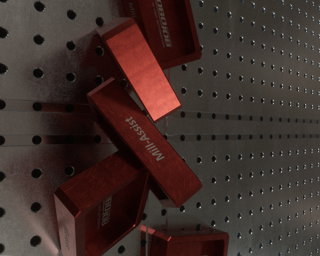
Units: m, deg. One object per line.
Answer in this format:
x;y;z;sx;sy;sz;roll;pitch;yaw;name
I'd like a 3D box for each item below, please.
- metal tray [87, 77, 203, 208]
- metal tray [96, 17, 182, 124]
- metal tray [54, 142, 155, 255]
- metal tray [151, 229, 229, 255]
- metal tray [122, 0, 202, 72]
-0.019;0.020;0.315;0.030;0.090;0.130;-38;84;-15;metal tray
-0.027;-0.066;0.321;0.030;0.130;0.090;-32;114;-2;metal tray
-0.054;0.083;0.312;0.091;0.030;0.129;-31;150;-36;metal tray
0.044;0.195;0.445;0.131;0.030;0.090;13;82;-39;metal tray
0.003;-0.145;0.409;0.091;0.030;0.129;-25;106;-38;metal tray
